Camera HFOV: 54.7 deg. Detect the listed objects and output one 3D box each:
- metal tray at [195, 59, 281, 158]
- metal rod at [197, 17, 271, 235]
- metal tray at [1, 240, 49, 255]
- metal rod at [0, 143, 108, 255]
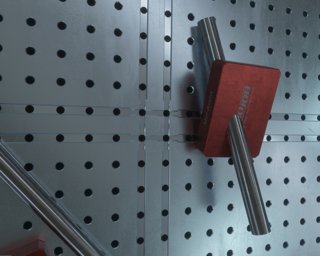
[{"bbox_3d":[0.107,-0.024,0.430,0.091,0.030,0.129,3,108,-21],"label":"metal tray"},{"bbox_3d":[0.100,-0.007,0.424,0.025,0.025,0.298,-11,84,-20],"label":"metal rod"},{"bbox_3d":[-0.158,0.208,0.352,0.091,0.030,0.129,-19,97,-19],"label":"metal tray"},{"bbox_3d":[-0.110,0.124,0.372,0.025,0.025,0.300,-42,104,-15],"label":"metal rod"}]
